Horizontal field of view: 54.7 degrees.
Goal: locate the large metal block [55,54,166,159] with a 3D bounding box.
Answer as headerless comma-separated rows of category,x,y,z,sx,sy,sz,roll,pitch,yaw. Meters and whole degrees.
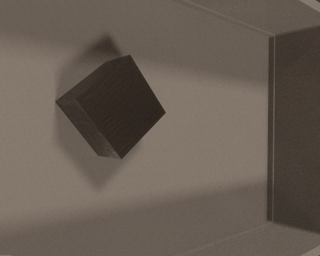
large metal block,-0.053,-0.023,0.348,0.080,0.050,0.080,-48,119,-30
